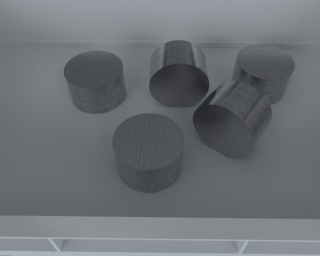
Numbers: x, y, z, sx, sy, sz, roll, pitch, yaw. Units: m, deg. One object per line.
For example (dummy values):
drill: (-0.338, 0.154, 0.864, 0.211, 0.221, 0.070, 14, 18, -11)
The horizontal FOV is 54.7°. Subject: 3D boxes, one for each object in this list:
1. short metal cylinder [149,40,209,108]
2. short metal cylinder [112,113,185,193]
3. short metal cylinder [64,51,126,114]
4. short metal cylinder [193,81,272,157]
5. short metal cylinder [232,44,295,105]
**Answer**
short metal cylinder: (0.026, -0.074, 0.431, 0.081, 0.080, 0.050, 0, 50, 0)
short metal cylinder: (-0.013, 0.029, 0.365, 0.080, 0.050, 0.080, 0, 50, 0)
short metal cylinder: (-0.091, -0.066, 0.444, 0.080, 0.050, 0.080, 0, 50, 0)
short metal cylinder: (0.088, -0.011, 0.379, 0.080, 0.080, 0.050, 29, 56, 22)
short metal cylinder: (0.149, -0.079, 0.456, 0.080, 0.050, 0.080, 0, 50, 0)
